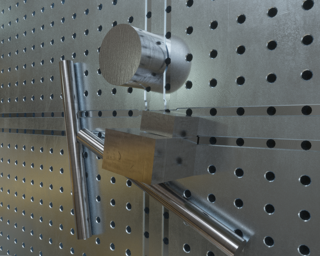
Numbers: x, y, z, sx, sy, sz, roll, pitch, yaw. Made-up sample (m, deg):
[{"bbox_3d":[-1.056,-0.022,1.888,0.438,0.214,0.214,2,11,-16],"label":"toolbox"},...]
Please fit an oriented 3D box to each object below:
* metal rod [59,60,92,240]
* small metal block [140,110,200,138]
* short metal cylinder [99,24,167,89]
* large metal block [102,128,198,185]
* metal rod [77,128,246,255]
[{"bbox_3d":[-0.144,0.033,0.524,0.025,0.025,0.298,-13,82,39],"label":"metal rod"},{"bbox_3d":[0.012,-0.005,0.381,0.050,0.050,0.025,12,98,39],"label":"small metal block"},{"bbox_3d":[-0.037,-0.095,0.422,0.080,0.050,0.079,0,90,39],"label":"short metal cylinder"},{"bbox_3d":[-0.012,0.030,0.382,0.080,0.081,0.050,10,97,39],"label":"large metal block"},{"bbox_3d":[-0.020,0.072,0.423,0.300,0.025,0.025,29,108,35],"label":"metal rod"}]
